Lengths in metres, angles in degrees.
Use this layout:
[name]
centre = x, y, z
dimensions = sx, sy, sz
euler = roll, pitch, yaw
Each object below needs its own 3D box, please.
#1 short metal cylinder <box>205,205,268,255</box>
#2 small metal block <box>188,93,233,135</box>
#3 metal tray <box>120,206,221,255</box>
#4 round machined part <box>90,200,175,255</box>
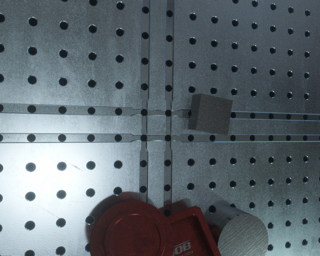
[short metal cylinder]
centre = 0.104, 0.155, 0.438
dimensions = 0.081, 0.050, 0.079
euler = 0, 90, -20
[small metal block]
centre = 0.071, -0.019, 0.439
dimensions = 0.050, 0.025, 0.050
euler = 10, 87, -20
[metal tray]
centre = 0.007, 0.164, 0.391
dimensions = 0.131, 0.030, 0.090
euler = -16, 69, -19
[round machined part]
centre = -0.031, 0.132, 0.359
dimensions = 0.099, 0.042, 0.098
euler = 5, 63, -9
